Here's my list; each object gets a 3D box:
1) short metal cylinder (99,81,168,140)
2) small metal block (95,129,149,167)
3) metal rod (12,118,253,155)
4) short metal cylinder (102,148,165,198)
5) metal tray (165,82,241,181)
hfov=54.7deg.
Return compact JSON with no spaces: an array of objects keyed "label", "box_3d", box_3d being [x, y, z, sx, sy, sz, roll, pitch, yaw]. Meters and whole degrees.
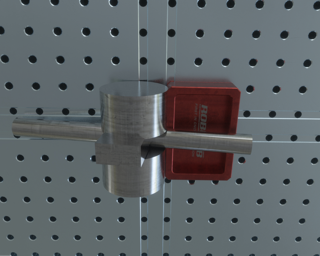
[{"label":"short metal cylinder","box_3d":[-0.031,-0.024,0.373,0.081,0.080,0.050,1,110,-1]},{"label":"small metal block","box_3d":[-0.042,0.021,0.356,0.050,0.050,0.025,4,110,7]},{"label":"metal rod","box_3d":[-0.040,0.009,0.391,0.302,0.025,0.025,4,110,7]},{"label":"short metal cylinder","box_3d":[-0.034,0.046,0.400,0.081,0.080,0.050,1,110,-1]},{"label":"metal tray","box_3d":[0.053,0.006,0.413,0.091,0.030,0.129,1,110,-1]}]
